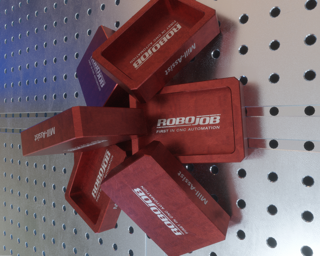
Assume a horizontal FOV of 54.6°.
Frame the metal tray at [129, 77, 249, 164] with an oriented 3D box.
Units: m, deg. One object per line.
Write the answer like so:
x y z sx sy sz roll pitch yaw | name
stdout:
0.031 -0.005 0.358 0.130 0.030 0.090 -4 87 22 | metal tray

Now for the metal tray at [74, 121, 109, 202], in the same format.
-0.096 0.052 0.487 0.090 0.030 0.129 -5 86 39 | metal tray

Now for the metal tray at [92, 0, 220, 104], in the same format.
-0.006 -0.101 0.368 0.130 0.030 0.090 -45 57 -7 | metal tray

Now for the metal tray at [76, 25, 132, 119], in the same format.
-0.079 -0.078 0.451 0.090 0.030 0.130 -53 44 27 | metal tray

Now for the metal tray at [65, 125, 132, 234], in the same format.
-0.084 0.068 0.437 0.090 0.030 0.129 33 111 35 | metal tray

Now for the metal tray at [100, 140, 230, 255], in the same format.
0.005 0.086 0.359 0.090 0.030 0.130 -36 101 35 | metal tray

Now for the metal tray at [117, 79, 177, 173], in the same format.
-0.023 0.000 0.426 0.090 0.030 0.129 -6 84 38 | metal tray

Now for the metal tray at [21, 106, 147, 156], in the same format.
-0.090 0.006 0.358 0.130 0.091 0.030 -16 80 43 | metal tray
